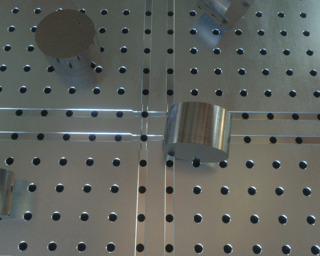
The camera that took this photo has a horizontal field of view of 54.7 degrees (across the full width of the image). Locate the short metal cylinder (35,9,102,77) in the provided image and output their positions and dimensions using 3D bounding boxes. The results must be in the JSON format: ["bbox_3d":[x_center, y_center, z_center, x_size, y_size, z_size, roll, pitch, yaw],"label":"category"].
[{"bbox_3d":[-0.128,-0.120,0.441,0.081,0.050,0.080,0,70,0],"label":"short metal cylinder"}]

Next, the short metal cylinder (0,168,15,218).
[{"bbox_3d":[-0.212,0.076,0.353,0.081,0.080,0.050,-2,70,-1],"label":"short metal cylinder"}]

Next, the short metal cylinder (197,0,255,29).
[{"bbox_3d":[0.101,-0.195,0.454,0.080,0.080,0.050,-41,75,-13],"label":"short metal cylinder"}]

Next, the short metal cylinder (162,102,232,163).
[{"bbox_3d":[0.046,0.008,0.380,0.080,0.080,0.050,9,70,3],"label":"short metal cylinder"}]
